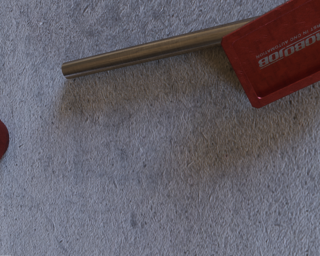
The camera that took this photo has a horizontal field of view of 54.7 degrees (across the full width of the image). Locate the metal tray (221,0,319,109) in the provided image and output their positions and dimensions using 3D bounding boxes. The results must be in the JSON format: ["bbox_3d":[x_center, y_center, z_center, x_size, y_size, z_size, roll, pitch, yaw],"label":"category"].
[{"bbox_3d":[0.144,-0.089,0.339,0.130,0.030,0.090,-26,102,17],"label":"metal tray"}]

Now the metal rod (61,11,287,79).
[{"bbox_3d":[0.004,-0.104,0.406,0.301,0.025,0.025,-8,87,19],"label":"metal rod"}]

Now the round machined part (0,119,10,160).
[{"bbox_3d":[-0.285,0.018,0.498,0.098,0.042,0.097,0,90,19],"label":"round machined part"}]
